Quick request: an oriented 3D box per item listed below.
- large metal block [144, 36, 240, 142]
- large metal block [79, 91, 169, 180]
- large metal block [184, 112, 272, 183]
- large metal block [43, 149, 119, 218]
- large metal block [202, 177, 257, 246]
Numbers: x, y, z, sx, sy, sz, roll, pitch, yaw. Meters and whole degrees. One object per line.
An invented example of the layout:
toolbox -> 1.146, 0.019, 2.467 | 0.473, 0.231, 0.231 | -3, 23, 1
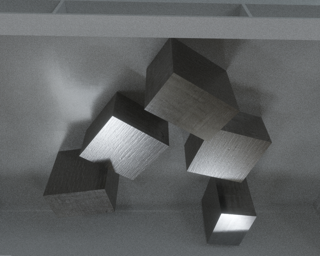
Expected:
large metal block -> 0.032, -0.043, 0.337 | 0.080, 0.080, 0.050 | 27, 125, -21
large metal block -> -0.045, 0.013, 0.403 | 0.080, 0.050, 0.080 | 29, 124, -23
large metal block -> 0.086, 0.021, 0.412 | 0.081, 0.050, 0.079 | 14, 129, -12
large metal block -> -0.105, 0.074, 0.434 | 0.080, 0.080, 0.050 | -7, 130, 5
large metal block -> 0.102, 0.123, 0.480 | 0.050, 0.080, 0.079 | 6, 130, -6
